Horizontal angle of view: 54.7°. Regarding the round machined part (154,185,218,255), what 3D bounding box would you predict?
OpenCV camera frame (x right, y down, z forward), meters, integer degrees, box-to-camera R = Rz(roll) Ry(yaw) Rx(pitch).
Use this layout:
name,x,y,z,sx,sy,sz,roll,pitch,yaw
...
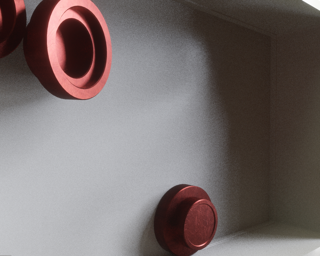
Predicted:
name,x,y,z,sx,sy,sz,roll,pitch,yaw
round machined part,0.043,0.130,0.431,0.099,0.042,0.097,0,90,-40

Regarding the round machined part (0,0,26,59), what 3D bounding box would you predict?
name,x,y,z,sx,sy,sz,roll,pitch,yaw
round machined part,-0.163,-0.098,0.246,0.098,0.042,0.097,12,76,-57

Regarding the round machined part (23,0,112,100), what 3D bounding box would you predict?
name,x,y,z,sx,sy,sz,roll,pitch,yaw
round machined part,-0.091,-0.077,0.302,0.098,0.042,0.097,4,90,-67
